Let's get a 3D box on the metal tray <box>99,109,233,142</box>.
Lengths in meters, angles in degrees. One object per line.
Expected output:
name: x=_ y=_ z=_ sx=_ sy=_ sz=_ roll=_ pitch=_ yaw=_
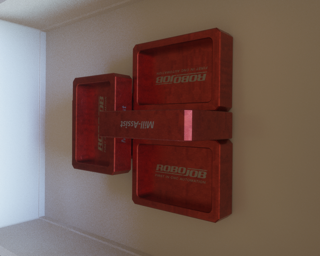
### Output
metal tray: x=0.005 y=-0.004 z=0.356 sx=0.130 sy=0.091 sz=0.030 roll=1 pitch=91 yaw=39

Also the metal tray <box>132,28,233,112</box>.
metal tray: x=0.023 y=-0.064 z=0.381 sx=0.130 sy=0.030 sz=0.089 roll=1 pitch=91 yaw=39

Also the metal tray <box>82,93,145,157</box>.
metal tray: x=-0.080 y=-0.003 z=0.463 sx=0.130 sy=0.030 sz=0.089 roll=1 pitch=90 yaw=39

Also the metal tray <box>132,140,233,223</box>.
metal tray: x=0.023 y=0.056 z=0.381 sx=0.130 sy=0.030 sz=0.089 roll=1 pitch=91 yaw=39

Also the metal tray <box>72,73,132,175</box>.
metal tray: x=-0.081 y=-0.006 z=0.426 sx=0.090 sy=0.030 sz=0.129 roll=2 pitch=91 yaw=39
